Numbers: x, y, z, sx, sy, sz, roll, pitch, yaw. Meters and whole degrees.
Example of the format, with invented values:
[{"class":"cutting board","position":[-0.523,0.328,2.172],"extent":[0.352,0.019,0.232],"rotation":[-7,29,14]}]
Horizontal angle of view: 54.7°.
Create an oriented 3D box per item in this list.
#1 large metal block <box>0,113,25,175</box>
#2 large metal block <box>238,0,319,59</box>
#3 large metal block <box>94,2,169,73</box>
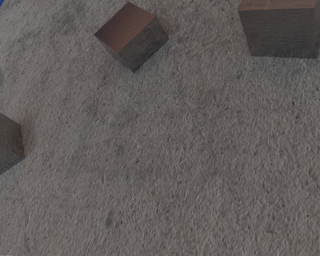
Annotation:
[{"class":"large metal block","position":[-0.279,0.032,0.515],"extent":[0.080,0.050,0.080],"rotation":[-33,52,7]},{"class":"large metal block","position":[0.148,-0.130,0.371],"extent":[0.080,0.080,0.050],"rotation":[11,68,33]},{"class":"large metal block","position":[-0.047,-0.148,0.504],"extent":[0.080,0.050,0.080],"rotation":[-45,51,-3]}]
